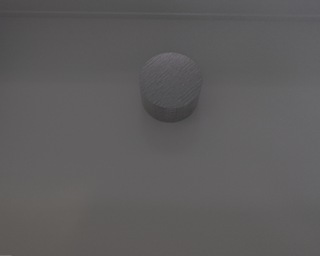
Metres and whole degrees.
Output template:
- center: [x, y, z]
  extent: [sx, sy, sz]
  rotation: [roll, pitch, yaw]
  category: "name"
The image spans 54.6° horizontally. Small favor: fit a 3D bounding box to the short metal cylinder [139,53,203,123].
- center: [0.014, -0.053, 0.416]
  extent: [0.080, 0.050, 0.080]
  rotation: [0, 70, 0]
  category: "short metal cylinder"
